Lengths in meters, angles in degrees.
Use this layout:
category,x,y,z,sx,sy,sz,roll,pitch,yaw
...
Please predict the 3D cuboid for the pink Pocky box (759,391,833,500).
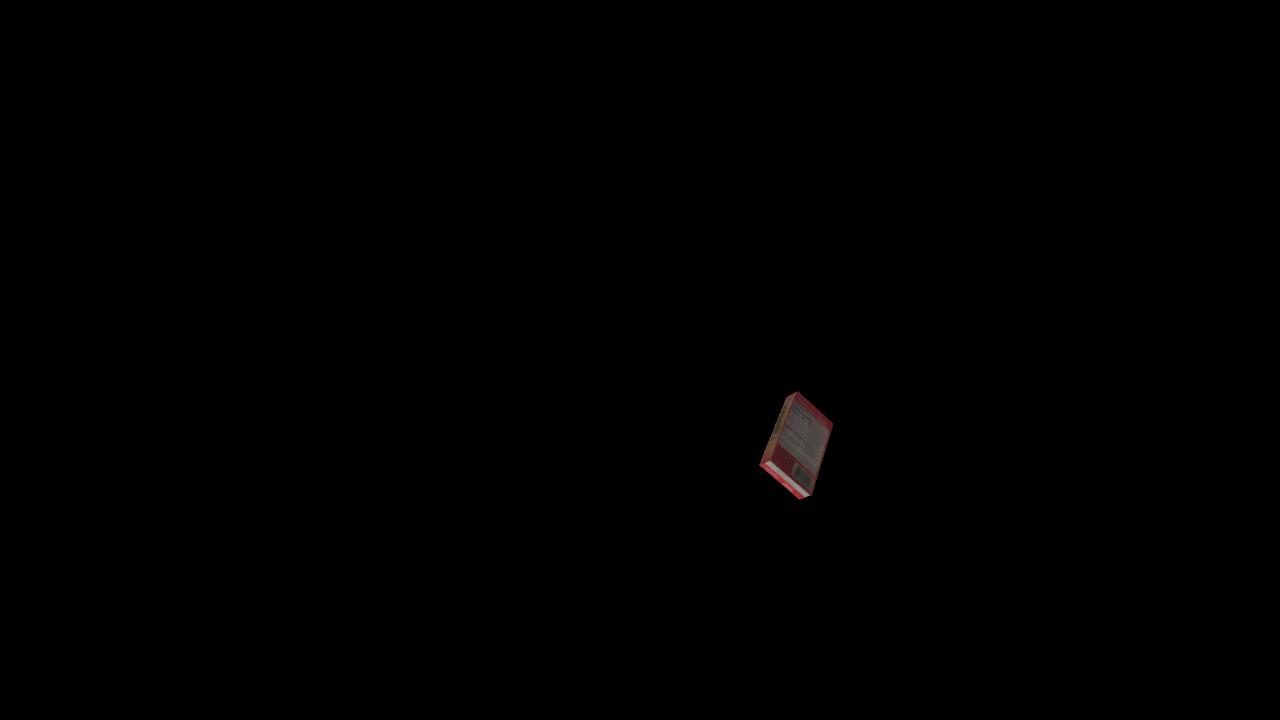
category,x,y,z,sx,sy,sz,roll,pitch,yaw
pink Pocky box,0.240,0.127,0.934,0.029,0.084,0.155,-40,12,47
